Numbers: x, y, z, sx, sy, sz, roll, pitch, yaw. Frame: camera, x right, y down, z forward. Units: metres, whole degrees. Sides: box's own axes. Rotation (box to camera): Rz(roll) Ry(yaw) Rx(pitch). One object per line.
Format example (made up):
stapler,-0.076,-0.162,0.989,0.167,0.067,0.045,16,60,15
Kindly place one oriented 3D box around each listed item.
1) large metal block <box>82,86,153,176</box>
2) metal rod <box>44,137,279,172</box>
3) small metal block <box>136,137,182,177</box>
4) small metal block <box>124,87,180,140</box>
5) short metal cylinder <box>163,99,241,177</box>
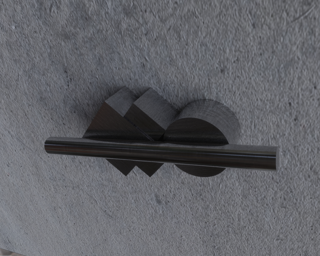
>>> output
large metal block,-0.046,0.005,0.418,0.080,0.050,0.080,41,129,0
metal rod,-0.020,0.027,0.368,0.300,0.025,0.025,1,119,27
small metal block,0.000,0.030,0.412,0.025,0.050,0.050,41,129,0
small metal block,-0.008,-0.018,0.386,0.050,0.050,0.025,40,129,0
short metal cylinder,0.051,0.012,0.371,0.080,0.050,0.079,13,124,21
